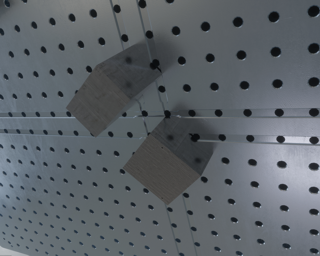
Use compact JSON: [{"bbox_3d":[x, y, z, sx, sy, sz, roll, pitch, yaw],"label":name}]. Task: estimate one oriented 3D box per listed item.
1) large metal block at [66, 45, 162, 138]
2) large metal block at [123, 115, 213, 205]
[{"bbox_3d":[-0.055,-0.045,0.377,0.050,0.080,0.080,46,129,-4],"label":"large metal block"},{"bbox_3d":[0.010,0.044,0.418,0.080,0.050,0.080,40,129,1],"label":"large metal block"}]
